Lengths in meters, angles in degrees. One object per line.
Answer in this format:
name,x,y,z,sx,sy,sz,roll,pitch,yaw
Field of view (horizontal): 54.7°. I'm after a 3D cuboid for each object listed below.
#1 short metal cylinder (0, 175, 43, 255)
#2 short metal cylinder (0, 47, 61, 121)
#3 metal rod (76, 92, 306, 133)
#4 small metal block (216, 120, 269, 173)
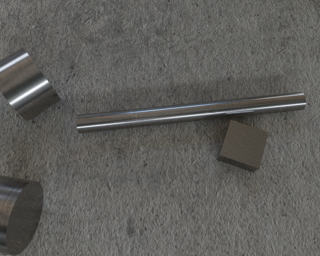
short metal cylinder,-0.172,0.094,0.343,0.050,0.080,0.080,9,70,3
short metal cylinder,-0.173,-0.055,0.398,0.050,0.080,0.080,-36,74,-12
metal rod,0.043,-0.021,0.415,0.302,0.025,0.025,-6,70,-3
small metal block,0.106,0.024,0.400,0.050,0.025,0.050,19,71,7
